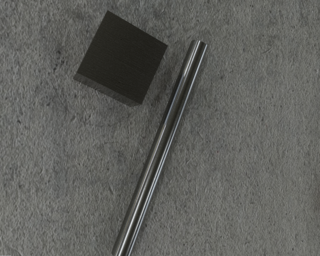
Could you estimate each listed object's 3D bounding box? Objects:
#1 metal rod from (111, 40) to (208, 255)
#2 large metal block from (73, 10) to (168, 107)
[{"bbox_3d":[0.003,0.023,0.410,0.025,0.025,0.299,23,82,-19],"label":"metal rod"},{"bbox_3d":[-0.049,-0.080,0.378,0.080,0.050,0.080,26,81,-19],"label":"large metal block"}]
